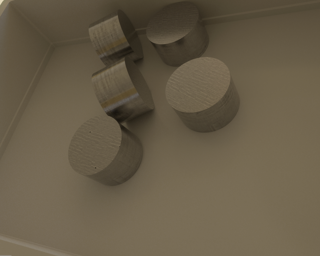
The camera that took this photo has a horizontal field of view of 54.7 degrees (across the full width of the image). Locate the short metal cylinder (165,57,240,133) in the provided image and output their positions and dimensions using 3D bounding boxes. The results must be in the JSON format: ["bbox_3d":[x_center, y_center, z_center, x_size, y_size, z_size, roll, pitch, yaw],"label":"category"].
[{"bbox_3d":[0.054,-0.041,0.386,0.080,0.050,0.080,-13,56,20],"label":"short metal cylinder"}]

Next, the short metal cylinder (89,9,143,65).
[{"bbox_3d":[-0.068,-0.138,0.488,0.050,0.080,0.080,-21,54,15],"label":"short metal cylinder"}]

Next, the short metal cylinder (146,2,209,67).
[{"bbox_3d":[0.027,-0.138,0.459,0.080,0.050,0.080,-13,56,20],"label":"short metal cylinder"}]

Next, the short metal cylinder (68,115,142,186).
[{"bbox_3d":[-0.071,0.030,0.403,0.080,0.050,0.080,-12,60,23],"label":"short metal cylinder"}]

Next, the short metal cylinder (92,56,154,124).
[{"bbox_3d":[-0.049,-0.051,0.426,0.050,0.080,0.080,-25,53,12],"label":"short metal cylinder"}]
